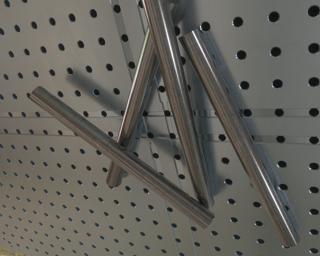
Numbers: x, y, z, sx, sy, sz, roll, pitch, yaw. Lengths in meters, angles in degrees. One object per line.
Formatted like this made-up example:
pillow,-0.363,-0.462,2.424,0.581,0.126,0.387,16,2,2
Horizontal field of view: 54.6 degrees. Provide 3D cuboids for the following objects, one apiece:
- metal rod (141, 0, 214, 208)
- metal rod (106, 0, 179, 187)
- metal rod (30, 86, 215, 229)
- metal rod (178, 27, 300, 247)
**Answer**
metal rod,0.028,-0.016,0.368,0.025,0.025,0.299,1,125,28
metal rod,-0.034,-0.024,0.414,0.025,0.025,0.298,28,128,10
metal rod,-0.055,0.039,0.430,0.300,0.025,0.025,36,129,4
metal rod,0.102,0.023,0.371,0.025,0.025,0.299,-18,109,35
